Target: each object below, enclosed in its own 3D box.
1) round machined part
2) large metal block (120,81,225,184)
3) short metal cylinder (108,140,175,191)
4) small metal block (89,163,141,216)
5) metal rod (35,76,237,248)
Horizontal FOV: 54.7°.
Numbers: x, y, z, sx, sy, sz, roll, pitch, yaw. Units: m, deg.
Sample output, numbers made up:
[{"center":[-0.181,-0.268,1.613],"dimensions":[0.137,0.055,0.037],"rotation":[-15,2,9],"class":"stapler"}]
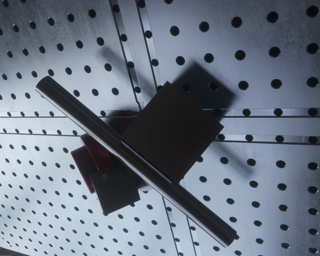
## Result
[{"center":[-0.095,0.056,0.447],"dimensions":[0.098,0.042,0.098],"rotation":[54,160,30],"class":"round machined part"},{"center":[0.013,0.006,0.359],"dimensions":[0.080,0.050,0.080],"rotation":[39,86,1],"class":"large metal block"},{"center":[-0.025,0.040,0.428],"dimensions":[0.080,0.050,0.079],"rotation":[13,124,21],"class":"short metal cylinder"},{"center":[-0.058,0.077,0.401],"dimensions":[0.025,0.050,0.050],"rotation":[40,146,57],"class":"small metal block"},{"center":[-0.030,0.041,0.382],"dimensions":[0.300,0.025,0.025],"rotation":[40,129,1],"class":"metal rod"}]
